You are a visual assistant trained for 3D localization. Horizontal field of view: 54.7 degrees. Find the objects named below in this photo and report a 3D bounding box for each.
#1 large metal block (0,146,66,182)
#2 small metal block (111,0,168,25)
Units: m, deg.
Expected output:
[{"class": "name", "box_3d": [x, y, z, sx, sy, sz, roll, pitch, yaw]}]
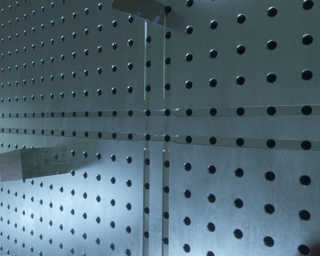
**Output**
[{"class": "large metal block", "box_3d": [-0.230, 0.065, 0.560, 0.080, 0.081, 0.050, -12, 83, 39]}, {"class": "small metal block", "box_3d": [-0.027, -0.161, 0.414, 0.050, 0.050, 0.025, 29, 108, 36]}]
